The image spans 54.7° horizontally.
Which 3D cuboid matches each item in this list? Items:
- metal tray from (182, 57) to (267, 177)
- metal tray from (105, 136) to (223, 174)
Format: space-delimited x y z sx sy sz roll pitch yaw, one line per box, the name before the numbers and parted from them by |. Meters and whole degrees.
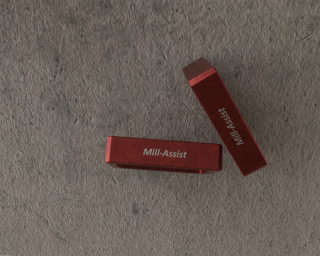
metal tray | 0.074 -0.016 0.369 0.030 0.090 0.130 -30 108 10
metal tray | 0.004 0.037 0.387 0.131 0.090 0.030 4 79 -2
